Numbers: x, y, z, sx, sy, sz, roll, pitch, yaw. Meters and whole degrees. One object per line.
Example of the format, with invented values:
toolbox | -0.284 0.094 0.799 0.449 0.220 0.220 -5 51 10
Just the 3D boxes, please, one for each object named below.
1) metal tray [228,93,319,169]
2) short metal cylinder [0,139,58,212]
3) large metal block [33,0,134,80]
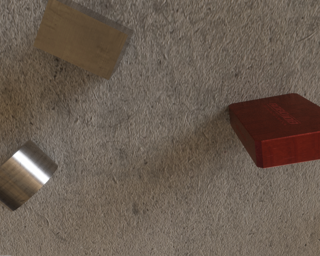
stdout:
metal tray | 0.137 -0.003 0.354 0.090 0.130 0.030 -10 110 3
short metal cylinder | -0.181 0.060 0.401 0.080 0.080 0.050 -38 106 13
large metal block | -0.079 -0.100 0.343 0.080 0.080 0.050 24 108 -9
